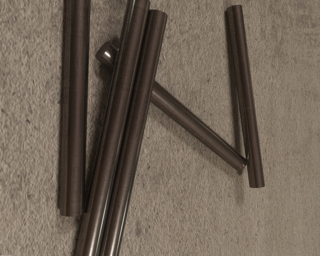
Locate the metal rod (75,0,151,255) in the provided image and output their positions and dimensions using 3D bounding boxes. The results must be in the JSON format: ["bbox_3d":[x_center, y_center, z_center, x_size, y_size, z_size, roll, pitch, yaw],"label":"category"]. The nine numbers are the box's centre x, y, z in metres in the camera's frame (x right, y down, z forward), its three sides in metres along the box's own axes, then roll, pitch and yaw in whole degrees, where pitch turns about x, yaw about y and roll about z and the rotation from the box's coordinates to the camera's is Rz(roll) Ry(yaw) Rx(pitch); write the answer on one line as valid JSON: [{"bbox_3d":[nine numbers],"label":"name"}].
[{"bbox_3d":[-0.053,0.005,0.340,0.025,0.025,0.298,12,89,-40],"label":"metal rod"}]

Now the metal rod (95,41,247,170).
[{"bbox_3d":[0.035,-0.014,0.436,0.301,0.025,0.025,37,67,-34],"label":"metal rod"}]

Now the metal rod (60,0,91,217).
[{"bbox_3d":[-0.089,-0.059,0.330,0.025,0.025,0.298,2,89,-40],"label":"metal rod"}]

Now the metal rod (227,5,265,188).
[{"bbox_3d":[0.142,-0.050,0.513,0.025,0.025,0.298,-9,92,-40],"label":"metal rod"}]

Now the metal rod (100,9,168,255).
[{"bbox_3d":[-0.033,0.014,0.356,0.025,0.025,0.298,12,89,-40],"label":"metal rod"}]
